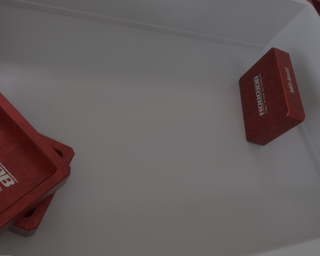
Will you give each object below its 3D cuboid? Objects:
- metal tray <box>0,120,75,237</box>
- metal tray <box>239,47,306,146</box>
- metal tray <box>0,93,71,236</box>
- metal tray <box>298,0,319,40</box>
[{"bbox_3d":[-0.161,0.036,0.293,0.131,0.030,0.090,26,53,-12],"label":"metal tray"},{"bbox_3d":[0.169,-0.049,0.484,0.030,0.090,0.130,16,56,-20],"label":"metal tray"},{"bbox_3d":[-0.155,0.022,0.265,0.130,0.030,0.091,46,51,4],"label":"metal tray"},{"bbox_3d":[0.417,-0.277,0.797,0.091,0.030,0.130,10,57,-23],"label":"metal tray"}]
